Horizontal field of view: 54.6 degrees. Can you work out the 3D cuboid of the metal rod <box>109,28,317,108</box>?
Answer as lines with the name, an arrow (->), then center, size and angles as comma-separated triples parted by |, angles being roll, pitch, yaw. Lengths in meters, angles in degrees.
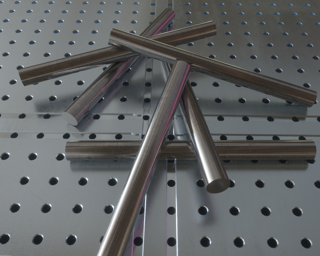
metal rod -> 0.074, -0.087, 0.445 | 0.301, 0.025, 0.025 | 18, 52, 0

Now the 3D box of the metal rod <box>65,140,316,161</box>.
metal rod -> 0.037, 0.028, 0.384 | 0.302, 0.025, 0.025 | 0, 50, 0

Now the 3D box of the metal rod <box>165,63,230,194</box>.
metal rod -> 0.035, -0.042, 0.421 | 0.025, 0.025, 0.300 | -7, 44, -6

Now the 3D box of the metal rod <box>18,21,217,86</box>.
metal rod -> -0.055, -0.116, 0.470 | 0.302, 0.025, 0.025 | -18, 52, -12

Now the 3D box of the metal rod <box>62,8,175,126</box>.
metal rod -> -0.052, -0.114, 0.503 | 0.025, 0.025, 0.301 | 22, 53, 17

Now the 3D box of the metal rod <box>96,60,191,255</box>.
metal rod -> -0.016, 0.039, 0.346 | 0.025, 0.025, 0.300 | 14, 60, 11
